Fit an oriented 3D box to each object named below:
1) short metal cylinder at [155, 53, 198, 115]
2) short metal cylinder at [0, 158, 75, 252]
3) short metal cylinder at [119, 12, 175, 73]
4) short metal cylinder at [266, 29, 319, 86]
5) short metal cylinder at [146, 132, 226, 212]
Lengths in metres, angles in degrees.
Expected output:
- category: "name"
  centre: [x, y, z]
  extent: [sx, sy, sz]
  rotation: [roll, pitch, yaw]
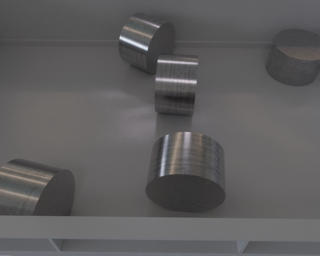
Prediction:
- category: "short metal cylinder"
  centre: [0.023, -0.059, 0.419]
  extent: [0.050, 0.080, 0.080]
  rotation: [5, 50, 4]
- category: "short metal cylinder"
  centre: [-0.126, 0.074, 0.306]
  extent: [0.050, 0.080, 0.080]
  rotation: [12, 51, 10]
- category: "short metal cylinder"
  centre: [-0.019, -0.131, 0.479]
  extent: [0.050, 0.080, 0.080]
  rotation: [27, 55, 21]
- category: "short metal cylinder"
  centre: [0.212, -0.110, 0.483]
  extent: [0.080, 0.050, 0.080]
  rotation: [0, 50, 0]
- category: "short metal cylinder"
  centre: [0.028, 0.049, 0.328]
  extent: [0.080, 0.080, 0.050]
  rotation: [5, 50, 4]
